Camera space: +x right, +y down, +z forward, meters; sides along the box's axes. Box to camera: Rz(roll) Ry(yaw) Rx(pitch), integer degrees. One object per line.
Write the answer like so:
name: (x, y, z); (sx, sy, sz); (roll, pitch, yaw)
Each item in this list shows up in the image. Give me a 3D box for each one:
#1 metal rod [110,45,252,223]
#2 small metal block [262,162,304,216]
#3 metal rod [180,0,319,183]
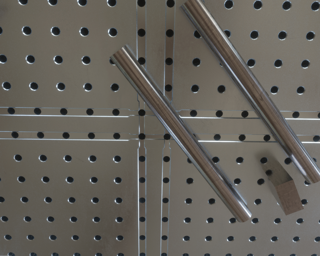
metal rod: (0.037, 0.019, 0.420); (0.025, 0.025, 0.300); (-35, 107, 11)
small metal block: (0.172, 0.084, 0.434); (0.025, 0.050, 0.050); (-24, 109, 8)
metal rod: (0.127, -0.039, 0.400); (0.025, 0.025, 0.300); (-37, 106, 12)
